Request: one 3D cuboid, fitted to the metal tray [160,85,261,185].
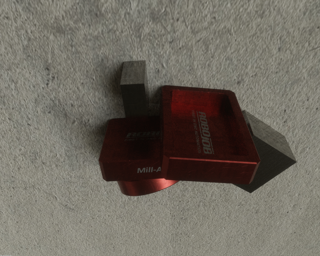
[{"bbox_3d":[0.046,0.001,0.339,0.091,0.130,0.030,4,128,-4],"label":"metal tray"}]

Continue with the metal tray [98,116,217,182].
[{"bbox_3d":[-0.001,0.021,0.380,0.131,0.090,0.030,-3,124,2],"label":"metal tray"}]

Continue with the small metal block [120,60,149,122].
[{"bbox_3d":[-0.027,-0.043,0.354,0.025,0.050,0.050,-3,130,2],"label":"small metal block"}]

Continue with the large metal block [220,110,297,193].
[{"bbox_3d":[0.120,0.034,0.422,0.080,0.050,0.080,29,124,-23],"label":"large metal block"}]

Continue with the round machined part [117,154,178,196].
[{"bbox_3d":[-0.012,0.046,0.406,0.098,0.098,0.042,-17,101,13],"label":"round machined part"}]
